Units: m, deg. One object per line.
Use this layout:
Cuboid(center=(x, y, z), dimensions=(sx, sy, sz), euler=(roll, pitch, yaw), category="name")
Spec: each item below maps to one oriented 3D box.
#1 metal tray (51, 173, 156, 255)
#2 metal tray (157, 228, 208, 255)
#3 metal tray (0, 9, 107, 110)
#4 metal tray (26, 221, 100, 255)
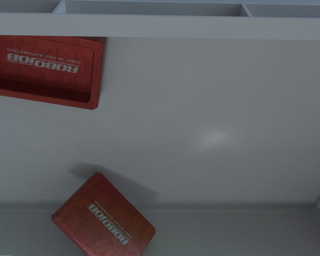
Cuboid(center=(-0.079, 0.141, 0.452), dimensions=(0.130, 0.090, 0.030), euler=(47, 138, -5), category="metal tray")
Cuboid(center=(0.042, 0.252, 0.558), dimensions=(0.091, 0.130, 0.030), euler=(14, 129, -12), category="metal tray")
Cuboid(center=(-0.129, -0.073, 0.341), dimensions=(0.131, 0.030, 0.089), euler=(9, 130, -8), category="metal tray")
Cuboid(center=(-0.169, 0.211, 0.585), dimensions=(0.131, 0.030, 0.090), euler=(-8, 130, 6), category="metal tray")
